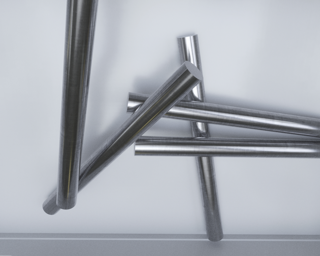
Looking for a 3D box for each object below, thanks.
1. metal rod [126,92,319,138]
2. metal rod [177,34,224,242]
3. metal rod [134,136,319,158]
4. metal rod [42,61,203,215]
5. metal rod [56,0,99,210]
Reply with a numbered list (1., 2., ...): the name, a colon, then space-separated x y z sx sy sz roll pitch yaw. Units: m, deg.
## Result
1. metal rod: 0.109 -0.012 0.389 0.302 0.025 0.025 7 110 -11
2. metal rod: 0.059 0.027 0.422 0.025 0.025 0.298 -10 110 3
3. metal rod: 0.118 0.026 0.403 0.302 0.025 0.025 2 110 -9
4. metal rod: -0.063 0.030 0.378 0.025 0.025 0.299 40 121 -14
5. metal rod: -0.087 -0.021 0.315 0.025 0.025 0.298 13 126 -5
